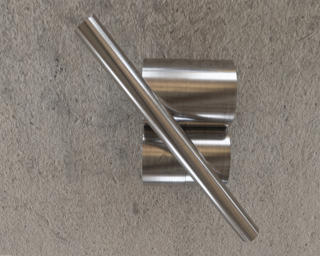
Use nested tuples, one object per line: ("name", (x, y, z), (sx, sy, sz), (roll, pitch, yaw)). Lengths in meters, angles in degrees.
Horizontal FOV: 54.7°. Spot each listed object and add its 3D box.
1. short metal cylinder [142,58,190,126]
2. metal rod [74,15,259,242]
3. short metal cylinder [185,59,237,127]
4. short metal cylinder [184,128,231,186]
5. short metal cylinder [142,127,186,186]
("short metal cylinder", (0.006, -0.042, 0.366), (0.050, 0.080, 0.079), (1, 110, 0))
("metal rod", (0.019, 0.015, 0.331), (0.025, 0.025, 0.300), (-35, 107, 12))
("short metal cylinder", (0.056, -0.041, 0.367), (0.050, 0.080, 0.079), (1, 110, 0))
("short metal cylinder", (0.056, 0.033, 0.395), (0.050, 0.080, 0.079), (1, 110, 0))
("short metal cylinder", (0.005, 0.034, 0.394), (0.050, 0.080, 0.079), (1, 110, 0))
